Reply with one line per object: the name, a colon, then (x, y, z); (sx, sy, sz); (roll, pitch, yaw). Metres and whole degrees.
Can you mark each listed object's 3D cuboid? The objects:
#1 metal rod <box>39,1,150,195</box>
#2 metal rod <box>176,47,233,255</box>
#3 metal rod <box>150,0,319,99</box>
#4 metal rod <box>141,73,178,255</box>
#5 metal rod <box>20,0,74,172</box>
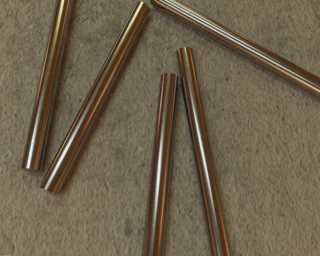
metal rod: (-0.081, -0.054, 0.426); (0.025, 0.025, 0.300); (20, 71, 7)
metal rod: (0.055, 0.029, 0.398); (0.025, 0.025, 0.299); (-7, 70, -3)
metal rod: (0.116, -0.123, 0.454); (0.301, 0.025, 0.025); (33, 73, 11)
metal rod: (-0.001, 0.069, 0.382); (0.025, 0.025, 0.299); (5, 70, 1)
metal rod: (-0.153, -0.087, 0.438); (0.025, 0.025, 0.299); (3, 70, 1)
